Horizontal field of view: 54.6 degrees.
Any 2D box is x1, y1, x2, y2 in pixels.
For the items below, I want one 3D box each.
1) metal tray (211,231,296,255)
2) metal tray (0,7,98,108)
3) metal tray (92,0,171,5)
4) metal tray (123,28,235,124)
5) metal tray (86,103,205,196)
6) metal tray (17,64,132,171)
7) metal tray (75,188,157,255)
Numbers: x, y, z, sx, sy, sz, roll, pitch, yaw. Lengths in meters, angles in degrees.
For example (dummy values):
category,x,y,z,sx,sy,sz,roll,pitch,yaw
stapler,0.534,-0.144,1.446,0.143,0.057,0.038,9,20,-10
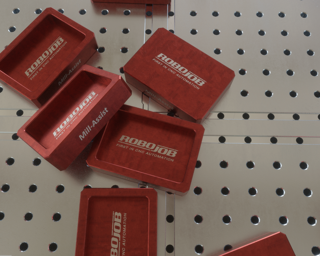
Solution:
category,x,y,z,sx,sy,sz,roll,pitch,yaw
metal tray,0.120,0.192,0.340,0.090,0.030,0.130,-19,71,-7
metal tray,-0.164,-0.103,0.445,0.090,0.030,0.130,33,73,11
metal tray,-0.046,-0.247,0.499,0.131,0.030,0.090,3,70,1
metal tray,0.026,-0.073,0.436,0.130,0.030,0.090,35,74,12
metal tray,-0.017,0.025,0.399,0.131,0.030,0.090,15,71,5
metal tray,-0.108,-0.019,0.393,0.090,0.030,0.130,24,68,41
metal tray,-0.049,0.137,0.358,0.090,0.030,0.130,0,70,0
